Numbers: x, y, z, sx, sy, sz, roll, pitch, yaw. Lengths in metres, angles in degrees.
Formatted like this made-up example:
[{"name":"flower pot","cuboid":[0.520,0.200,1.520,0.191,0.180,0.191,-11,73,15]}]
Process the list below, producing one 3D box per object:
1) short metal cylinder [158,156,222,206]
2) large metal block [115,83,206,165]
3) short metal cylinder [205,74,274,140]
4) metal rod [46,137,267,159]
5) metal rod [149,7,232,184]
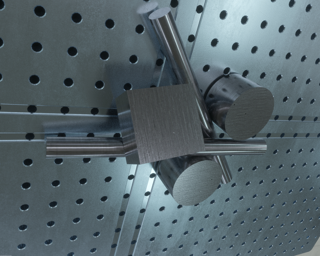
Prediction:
[{"name":"short metal cylinder","cuboid":[0.043,0.067,0.456,0.081,0.050,0.079,-14,124,-21]},{"name":"large metal block","cuboid":[-0.001,-0.004,0.364,0.081,0.050,0.080,-10,88,-23]},{"name":"short metal cylinder","cuboid":[0.110,-0.030,0.433,0.081,0.050,0.079,-14,124,-21]},{"name":"metal rod","cuboid":[0.011,0.025,0.407,0.303,0.025,0.025,1,118,-22]},{"name":"metal rod","cuboid":[0.054,-0.020,0.425,0.025,0.025,0.299,-33,129,-7]}]
